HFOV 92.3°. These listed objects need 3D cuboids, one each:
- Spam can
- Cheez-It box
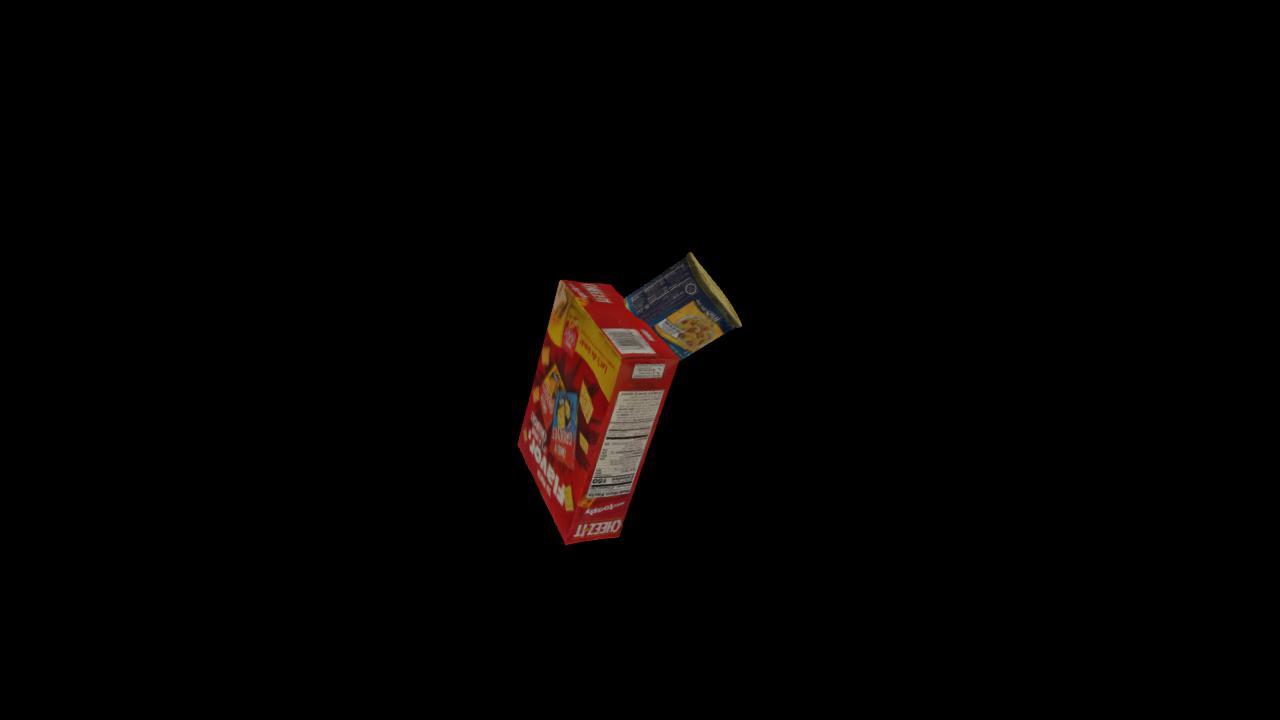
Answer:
[{"bbox_3d":[0.044,-0.049,0.637,0.085,0.058,0.101,-33,-38,15],"label":"Spam can"},{"bbox_3d":[-0.053,0.051,0.636,0.071,0.223,0.166,2,29,-31],"label":"Cheez-It box"}]
